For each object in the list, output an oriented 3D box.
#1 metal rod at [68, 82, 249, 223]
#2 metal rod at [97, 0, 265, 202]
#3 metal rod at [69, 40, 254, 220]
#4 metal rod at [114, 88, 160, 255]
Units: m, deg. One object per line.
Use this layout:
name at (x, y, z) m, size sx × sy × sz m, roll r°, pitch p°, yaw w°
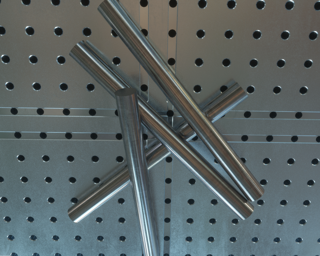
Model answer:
metal rod at (-0.011, 0.040, 0.427) m, size 0.300 × 0.025 × 0.025 m, roll -37°, pitch 106°, yaw 12°
metal rod at (0.031, -0.029, 0.380) m, size 0.025 × 0.025 × 0.300 m, roll -37°, pitch 98°, yaw 12°
metal rod at (0.006, 0.007, 0.391) m, size 0.300 × 0.025 × 0.025 m, roll 44°, pitch 104°, yaw -5°
metal rod at (-0.025, 0.089, 0.422) m, size 0.025 × 0.025 × 0.298 m, roll -5°, pitch 119°, yaw 2°
